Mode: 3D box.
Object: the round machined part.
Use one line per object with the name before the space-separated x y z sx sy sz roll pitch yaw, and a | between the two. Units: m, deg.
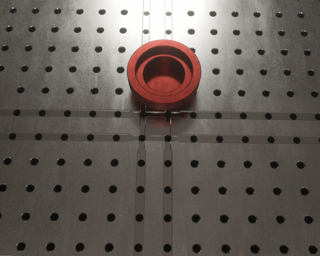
round machined part | 0.006 -0.069 0.428 0.099 0.042 0.098 0 70 -1
